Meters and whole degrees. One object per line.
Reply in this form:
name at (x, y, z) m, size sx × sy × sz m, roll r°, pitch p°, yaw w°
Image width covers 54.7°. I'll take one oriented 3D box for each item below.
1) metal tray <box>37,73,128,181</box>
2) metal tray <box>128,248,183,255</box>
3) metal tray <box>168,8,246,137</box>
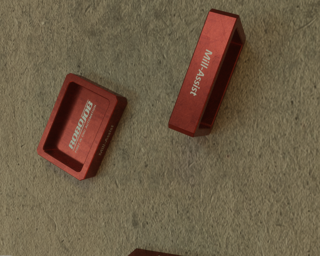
metal tray at (-0.114, -0.002, 0.446) m, size 0.090 × 0.030 × 0.129 m, roll 27°, pitch 99°, yaw 17°
metal tray at (0.018, 0.214, 0.399) m, size 0.130 × 0.030 × 0.089 m, roll 1°, pitch 90°, yaw 19°
metal tray at (0.057, -0.056, 0.354) m, size 0.030 × 0.090 × 0.129 m, roll 22°, pitch 97°, yaw 19°
